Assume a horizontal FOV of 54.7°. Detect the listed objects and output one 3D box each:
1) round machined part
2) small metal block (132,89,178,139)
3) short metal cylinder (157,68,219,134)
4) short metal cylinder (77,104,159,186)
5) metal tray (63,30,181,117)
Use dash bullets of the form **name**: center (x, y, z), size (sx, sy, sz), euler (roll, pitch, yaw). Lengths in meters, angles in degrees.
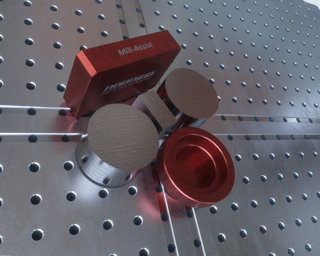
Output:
- **round machined part**: center (0.040, 0.051, 0.382), size (0.099, 0.042, 0.098), euler (14, 56, -21)
- **small metal block**: center (-0.012, -0.012, 0.387), size (0.025, 0.050, 0.050), euler (-28, 78, -37)
- **short metal cylinder**: center (0.033, -0.035, 0.426), size (0.081, 0.050, 0.080), euler (14, 56, -21)
- **short metal cylinder**: center (-0.048, 0.019, 0.350), size (0.081, 0.050, 0.080), euler (14, 56, -21)
- **metal tray**: center (-0.045, -0.067, 0.377), size (0.131, 0.090, 0.030), euler (-26, 77, -36)
